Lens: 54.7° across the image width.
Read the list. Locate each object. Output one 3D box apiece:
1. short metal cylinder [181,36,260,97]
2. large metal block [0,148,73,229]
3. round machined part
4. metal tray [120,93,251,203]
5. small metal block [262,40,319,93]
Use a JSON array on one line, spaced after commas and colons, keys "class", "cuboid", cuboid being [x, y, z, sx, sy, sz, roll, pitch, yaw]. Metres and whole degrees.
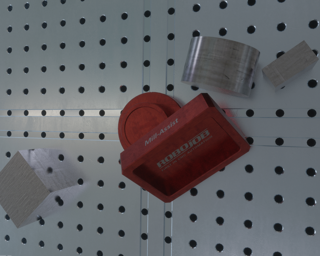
[{"class": "short metal cylinder", "cuboid": [0.069, -0.069, 0.359, 0.080, 0.080, 0.050, 15, 95, 19]}, {"class": "large metal block", "cuboid": [-0.196, 0.088, 0.468, 0.080, 0.050, 0.080, -46, 76, 14]}, {"class": "round machined part", "cuboid": [-0.012, 0.001, 0.408, 0.098, 0.042, 0.097, 0, 90, 19]}, {"class": "metal tray", "cuboid": [0.029, 0.029, 0.369, 0.130, 0.090, 0.030, -37, 36, 16]}, {"class": "small metal block", "cuboid": [0.145, -0.067, 0.348, 0.050, 0.050, 0.025, -35, 79, 16]}]
